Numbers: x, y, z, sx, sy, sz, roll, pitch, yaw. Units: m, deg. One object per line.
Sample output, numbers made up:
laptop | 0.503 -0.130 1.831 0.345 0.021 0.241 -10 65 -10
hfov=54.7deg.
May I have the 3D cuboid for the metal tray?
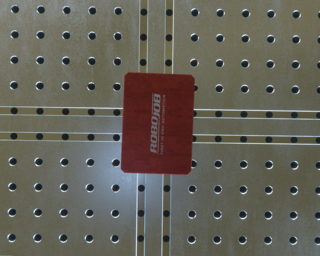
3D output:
metal tray | -0.003 -0.006 0.410 0.091 0.030 0.129 2 90 -1
